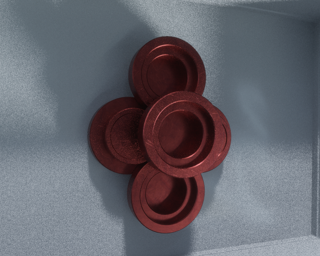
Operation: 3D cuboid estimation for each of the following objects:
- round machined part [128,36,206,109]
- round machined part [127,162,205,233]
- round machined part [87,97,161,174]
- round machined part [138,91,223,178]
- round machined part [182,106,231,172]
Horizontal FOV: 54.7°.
[{"bbox_3d":[0.006,-0.065,0.402,0.099,0.042,0.097,0,90,-21],"label":"round machined part"},{"bbox_3d":[0.005,0.082,0.402,0.099,0.042,0.097,0,90,-21],"label":"round machined part"},{"bbox_3d":[-0.038,0.010,0.386,0.099,0.042,0.097,0,90,-21],"label":"round machined part"},{"bbox_3d":[0.021,0.007,0.363,0.099,0.042,0.097,0,90,-21],"label":"round machined part"},{"bbox_3d":[0.056,0.013,0.421,0.099,0.042,0.097,0,90,-21],"label":"round machined part"}]
